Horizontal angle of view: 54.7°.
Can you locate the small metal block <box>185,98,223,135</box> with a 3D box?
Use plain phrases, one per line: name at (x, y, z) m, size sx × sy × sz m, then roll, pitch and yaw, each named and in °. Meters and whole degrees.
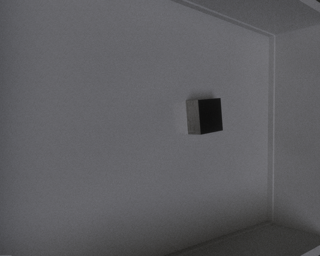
small metal block at (0.067, -0.018, 0.465) m, size 0.050 × 0.025 × 0.050 m, roll -9°, pitch 96°, yaw -40°
